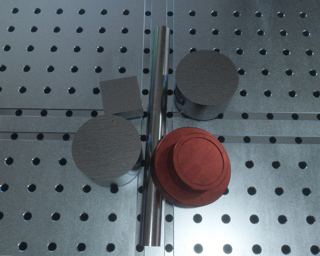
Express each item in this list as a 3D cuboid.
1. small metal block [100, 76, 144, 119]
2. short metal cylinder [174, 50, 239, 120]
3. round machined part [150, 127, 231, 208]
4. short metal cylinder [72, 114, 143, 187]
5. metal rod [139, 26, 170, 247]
[{"bbox_3d":[-0.052,-0.040,0.421,0.050,0.025,0.050,-10,70,-4],"label":"small metal block"},{"bbox_3d":[0.059,-0.057,0.415,0.081,0.050,0.080,0,70,0],"label":"short metal cylinder"},{"bbox_3d":[0.041,0.044,0.370,0.099,0.042,0.098,6,69,-15],"label":"round machined part"},{"bbox_3d":[-0.062,0.029,0.383,0.081,0.050,0.080,0,70,0],"label":"short metal cylinder"},{"bbox_3d":[-0.004,-0.004,0.409,0.025,0.025,0.299,3,70,1],"label":"metal rod"}]
